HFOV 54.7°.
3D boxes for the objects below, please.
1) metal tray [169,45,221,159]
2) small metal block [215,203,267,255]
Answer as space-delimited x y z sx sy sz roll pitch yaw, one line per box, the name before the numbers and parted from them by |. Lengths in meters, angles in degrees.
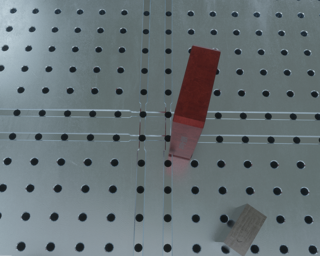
metal tray | 0.037 -0.023 0.365 0.030 0.130 0.090 14 71 5
small metal block | 0.092 0.118 0.357 0.025 0.050 0.050 34 73 11
